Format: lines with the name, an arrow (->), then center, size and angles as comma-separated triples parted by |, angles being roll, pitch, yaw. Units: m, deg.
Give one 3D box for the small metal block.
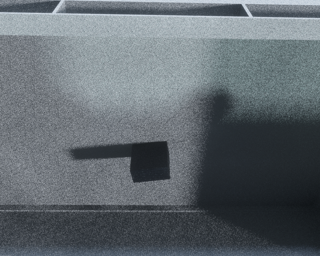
small metal block -> -0.013, 0.047, 0.432 | 0.050, 0.050, 0.025 | -7, 130, 5
